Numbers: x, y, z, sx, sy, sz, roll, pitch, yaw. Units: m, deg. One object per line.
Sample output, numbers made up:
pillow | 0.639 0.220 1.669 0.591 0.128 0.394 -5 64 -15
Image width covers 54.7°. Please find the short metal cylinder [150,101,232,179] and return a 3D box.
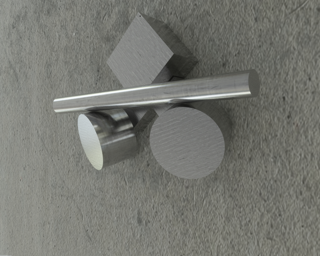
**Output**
short metal cylinder | 0.035 0.009 0.343 0.080 0.050 0.079 7 110 19

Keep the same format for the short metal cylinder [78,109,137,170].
short metal cylinder | -0.075 0.012 0.433 0.080 0.050 0.079 35 135 45

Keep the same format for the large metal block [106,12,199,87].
large metal block | -0.012 -0.085 0.397 0.080 0.050 0.080 -50 61 28

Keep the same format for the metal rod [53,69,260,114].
metal rod | -0.033 -0.036 0.366 0.300 0.025 0.025 -1 89 40

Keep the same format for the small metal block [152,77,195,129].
small metal block | 0.024 -0.027 0.386 0.050 0.025 0.050 -51 61 28

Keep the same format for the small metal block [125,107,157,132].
small metal block | -0.031 -0.030 0.432 0.050 0.025 0.050 -50 61 27
